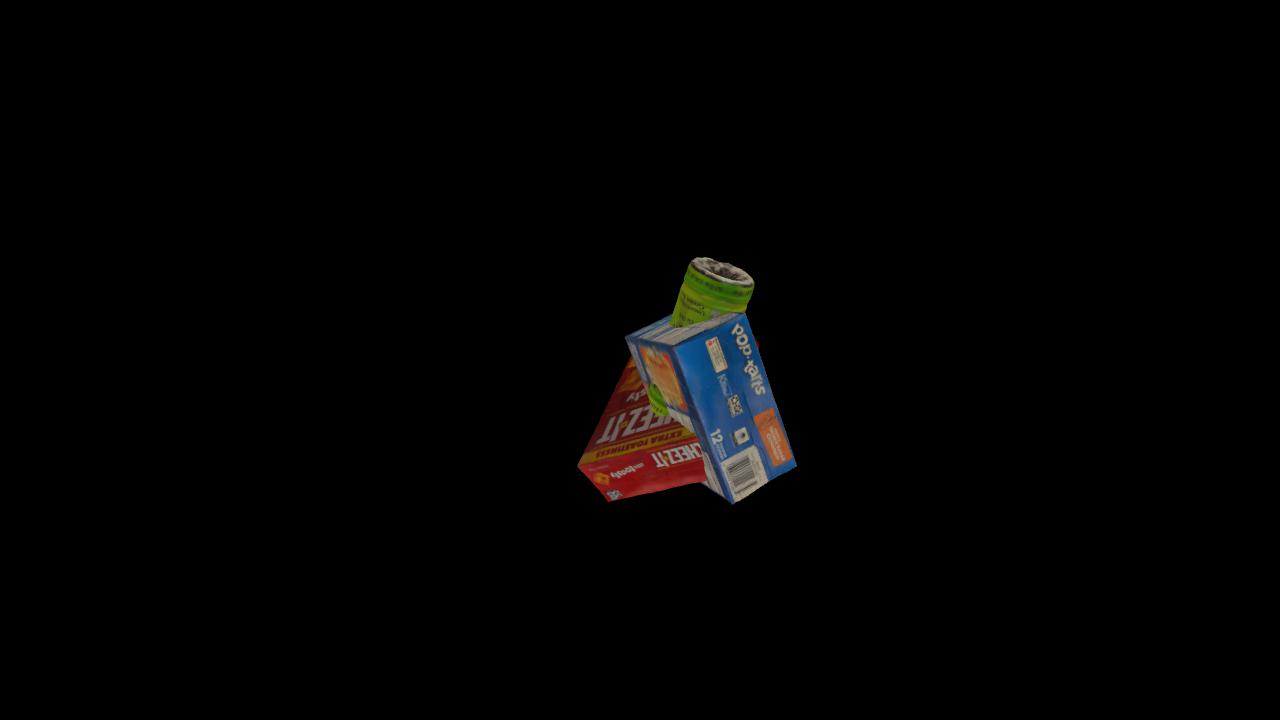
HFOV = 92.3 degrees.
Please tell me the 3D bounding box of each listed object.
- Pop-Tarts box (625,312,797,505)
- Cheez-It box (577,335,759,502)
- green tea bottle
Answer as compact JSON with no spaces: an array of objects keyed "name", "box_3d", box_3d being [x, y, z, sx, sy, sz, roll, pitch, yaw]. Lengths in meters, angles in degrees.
[{"name":"Pop-Tarts box","box_3d":[0.069,0.039,0.638,0.083,0.167,0.141,-25,14,-16]},{"name":"Cheez-It box","box_3d":[0.040,0.050,0.718,0.166,0.071,0.223,-21,29,33]},{"name":"green tea bottle","box_3d":[0.054,0.002,0.646,0.073,0.212,0.073,13,27,-7]}]
